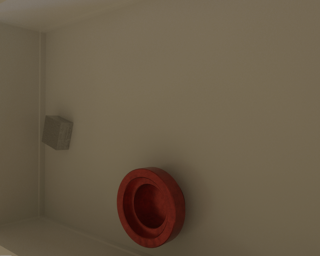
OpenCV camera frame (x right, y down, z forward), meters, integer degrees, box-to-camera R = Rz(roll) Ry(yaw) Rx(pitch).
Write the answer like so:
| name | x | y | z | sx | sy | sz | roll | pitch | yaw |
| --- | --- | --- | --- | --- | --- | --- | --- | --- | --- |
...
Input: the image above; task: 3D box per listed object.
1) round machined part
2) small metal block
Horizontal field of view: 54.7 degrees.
| name | x | y | z | sx | sy | sz | roll | pitch | yaw |
| --- | --- | --- | --- | --- | --- | --- | --- | --- | --- |
| round machined part | -0.007 | 0.099 | 0.400 | 0.098 | 0.042 | 0.097 | 0 | 90 | 39 |
| small metal block | -0.184 | 0.008 | 0.556 | 0.050 | 0.025 | 0.050 | 21 | 103 | 37 |
